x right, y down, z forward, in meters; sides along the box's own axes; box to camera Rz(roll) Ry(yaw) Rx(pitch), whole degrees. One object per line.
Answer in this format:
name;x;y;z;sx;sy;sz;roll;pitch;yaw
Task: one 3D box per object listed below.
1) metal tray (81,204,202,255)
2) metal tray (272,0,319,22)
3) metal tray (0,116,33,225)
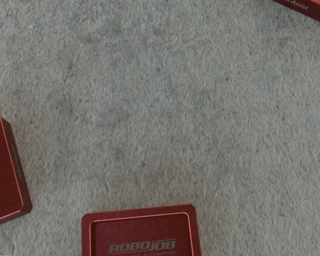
metal tray;-0.020;0.139;0.354;0.131;0.030;0.090;-5;70;-2
metal tray;0.230;-0.231;0.492;0.130;0.030;0.090;29;72;10
metal tray;-0.222;0.058;0.382;0.091;0.030;0.130;-21;72;-8
